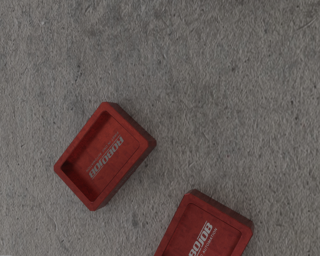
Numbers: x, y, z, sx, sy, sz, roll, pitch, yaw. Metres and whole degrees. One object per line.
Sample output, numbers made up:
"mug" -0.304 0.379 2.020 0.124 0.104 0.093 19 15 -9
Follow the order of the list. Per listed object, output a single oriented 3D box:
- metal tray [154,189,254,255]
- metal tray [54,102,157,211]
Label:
"metal tray" 0.048 0.155 0.389 0.090 0.030 0.129 28 99 17
"metal tray" -0.079 0.039 0.433 0.090 0.030 0.130 43 103 14
